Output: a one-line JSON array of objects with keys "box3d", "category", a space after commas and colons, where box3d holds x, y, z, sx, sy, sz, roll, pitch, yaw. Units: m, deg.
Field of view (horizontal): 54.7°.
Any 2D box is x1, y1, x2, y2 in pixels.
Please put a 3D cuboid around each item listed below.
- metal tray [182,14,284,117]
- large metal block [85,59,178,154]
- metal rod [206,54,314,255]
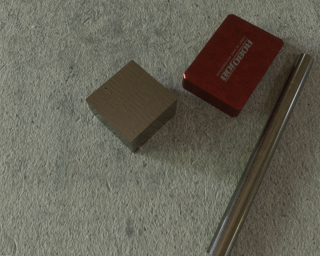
[{"box3d": [0.103, -0.091, 0.440, 0.090, 0.030, 0.130, 33, 73, 11], "category": "metal tray"}, {"box3d": [-0.035, -0.027, 0.405, 0.080, 0.050, 0.080, 43, 75, 14], "category": "large metal block"}, {"box3d": [0.136, 0.025, 0.400, 0.025, 0.025, 0.300, 27, 72, 9], "category": "metal rod"}]
